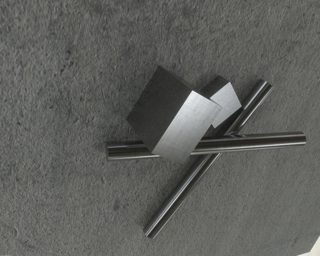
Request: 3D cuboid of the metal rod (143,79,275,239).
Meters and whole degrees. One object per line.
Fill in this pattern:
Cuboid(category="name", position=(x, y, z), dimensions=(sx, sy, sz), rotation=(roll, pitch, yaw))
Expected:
Cuboid(category="metal rod", position=(0.070, 0.053, 0.480), dimensions=(0.025, 0.025, 0.299), rotation=(29, 102, -38))

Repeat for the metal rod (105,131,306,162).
Cuboid(category="metal rod", position=(0.076, 0.024, 0.438), dimensions=(0.303, 0.025, 0.025), rotation=(-2, 120, -18))

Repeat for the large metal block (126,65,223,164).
Cuboid(category="large metal block", position=(0.013, -0.017, 0.370), dimensions=(0.050, 0.080, 0.080), rotation=(23, 106, -37))

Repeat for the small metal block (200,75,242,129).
Cuboid(category="small metal block", position=(0.079, -0.036, 0.430), dimensions=(0.050, 0.025, 0.050), rotation=(-40, 130, -2))
